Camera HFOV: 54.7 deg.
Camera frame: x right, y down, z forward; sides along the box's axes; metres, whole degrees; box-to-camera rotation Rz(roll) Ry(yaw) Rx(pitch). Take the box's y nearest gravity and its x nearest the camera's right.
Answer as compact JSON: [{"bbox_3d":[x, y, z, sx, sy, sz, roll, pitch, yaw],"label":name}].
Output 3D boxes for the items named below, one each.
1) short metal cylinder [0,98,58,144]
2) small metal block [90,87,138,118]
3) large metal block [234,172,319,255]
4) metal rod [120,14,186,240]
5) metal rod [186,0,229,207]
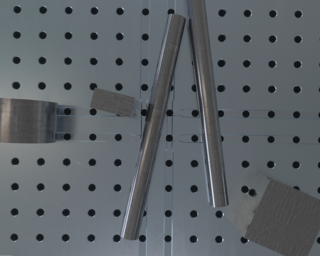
[{"bbox_3d":[-0.170,-0.009,0.384,0.081,0.080,0.050,3,90,0],"label":"short metal cylinder"},{"bbox_3d":[-0.058,-0.031,0.400,0.050,0.050,0.025,14,90,0],"label":"small metal block"},{"bbox_3d":[0.155,0.113,0.402,0.080,0.050,0.080,24,90,0],"label":"large metal block"},{"bbox_3d":[-0.009,-0.001,0.413,0.025,0.025,0.298,12,90,0],"label":"metal rod"},{"bbox_3d":[0.062,-0.046,0.413,0.025,0.025,0.298,-7,90,0],"label":"metal rod"}]
